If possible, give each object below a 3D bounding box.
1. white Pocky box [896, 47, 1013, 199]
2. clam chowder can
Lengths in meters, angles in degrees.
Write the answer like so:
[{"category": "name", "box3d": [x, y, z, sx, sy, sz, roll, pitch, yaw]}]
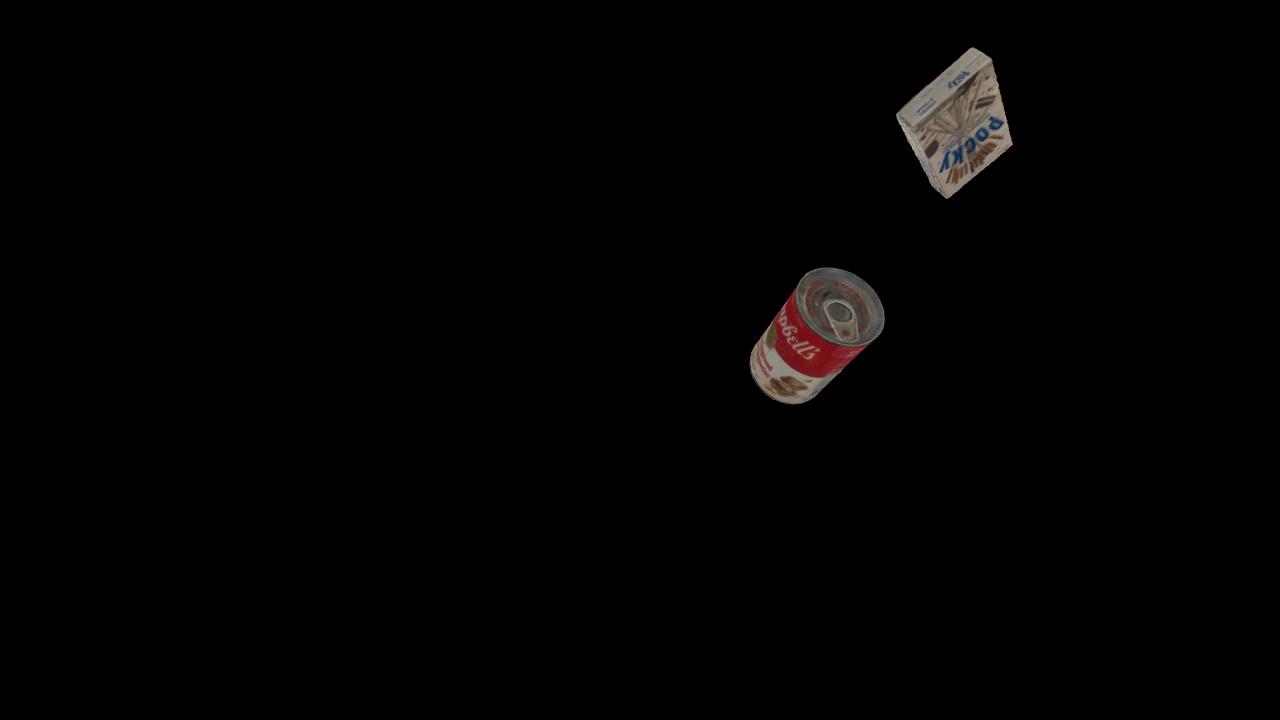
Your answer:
[{"category": "white Pocky box", "box3d": [0.316, -0.228, 0.611, 0.084, 0.028, 0.154, -42, -35, 21]}, {"category": "clam chowder can", "box3d": [0.133, -0.015, 0.481, 0.068, 0.068, 0.102, 0, -29, -12]}]
